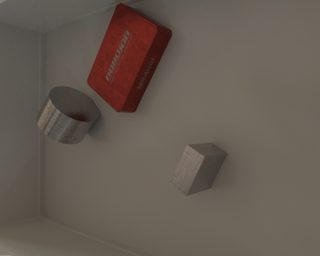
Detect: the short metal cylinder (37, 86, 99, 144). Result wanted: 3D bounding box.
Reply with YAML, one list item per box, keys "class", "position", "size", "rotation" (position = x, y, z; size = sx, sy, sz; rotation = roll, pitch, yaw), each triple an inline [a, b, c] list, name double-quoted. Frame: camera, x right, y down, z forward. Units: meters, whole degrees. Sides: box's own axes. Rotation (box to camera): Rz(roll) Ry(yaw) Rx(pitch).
- class: "short metal cylinder"
  position: [-0.144, -0.021, 0.487]
  size: [0.050, 0.081, 0.080]
  rotation: [-51, 60, 27]

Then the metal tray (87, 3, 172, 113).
- class: "metal tray"
  position: [-0.048, -0.098, 0.441]
  size: [0.090, 0.030, 0.129]
  rotation: [41, 115, 32]

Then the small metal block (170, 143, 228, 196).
- class: "small metal block"
  position: [0.045, 0.046, 0.352]
  size: [0.025, 0.050, 0.050]
  rotation: [34, 111, 34]
